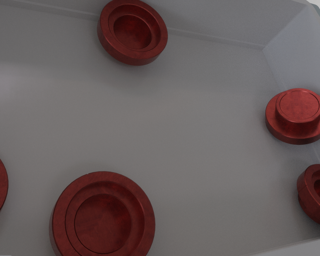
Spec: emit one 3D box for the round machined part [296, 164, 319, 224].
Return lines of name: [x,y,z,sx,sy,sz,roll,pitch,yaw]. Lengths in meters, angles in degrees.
round machined part: [0.244,0.104,0.452,0.099,0.042,0.098,12,44,-11]

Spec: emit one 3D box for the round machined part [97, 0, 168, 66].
round machined part: [-0.042,-0.133,0.445,0.099,0.042,0.098,8,69,-22]

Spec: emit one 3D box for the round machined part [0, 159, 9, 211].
round machined part: [-0.183,0.049,0.262,0.099,0.042,0.098,16,54,-24]

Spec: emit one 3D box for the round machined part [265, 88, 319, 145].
round machined part: [0.221,-0.025,0.496,0.098,0.042,0.098,-8,55,12]

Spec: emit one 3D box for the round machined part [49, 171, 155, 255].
round machined part: [-0.058,0.096,0.305,0.099,0.042,0.098,14,56,-21]
